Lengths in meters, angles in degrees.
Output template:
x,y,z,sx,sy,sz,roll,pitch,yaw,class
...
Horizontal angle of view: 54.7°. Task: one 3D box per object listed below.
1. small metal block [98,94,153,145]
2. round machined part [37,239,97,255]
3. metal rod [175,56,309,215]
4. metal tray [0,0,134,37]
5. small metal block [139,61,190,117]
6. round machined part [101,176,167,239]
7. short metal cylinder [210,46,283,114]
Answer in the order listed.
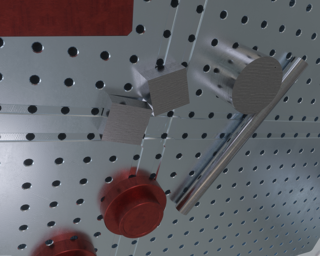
x,y,z,sx,sy,sz,roll,pitch,yaw,class
-0.043,-0.009,0.378,0.050,0.025,0.050,9,114,-26,small metal block
-0.139,0.216,0.458,0.099,0.042,0.097,-14,124,-21,round machined part
0.123,0.018,0.489,0.025,0.025,0.299,29,102,-38,metal rod
-0.089,-0.131,0.278,0.131,0.030,0.089,-8,122,-24,metal tray
0.007,-0.049,0.384,0.050,0.025,0.050,-22,127,-16,small metal block
-0.034,0.123,0.458,0.099,0.042,0.097,-14,124,-21,round machined part
0.116,-0.065,0.418,0.081,0.050,0.079,-14,124,-21,short metal cylinder
